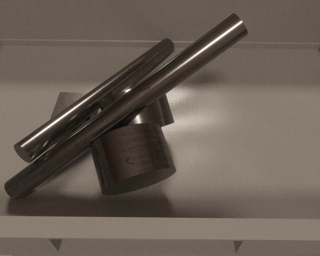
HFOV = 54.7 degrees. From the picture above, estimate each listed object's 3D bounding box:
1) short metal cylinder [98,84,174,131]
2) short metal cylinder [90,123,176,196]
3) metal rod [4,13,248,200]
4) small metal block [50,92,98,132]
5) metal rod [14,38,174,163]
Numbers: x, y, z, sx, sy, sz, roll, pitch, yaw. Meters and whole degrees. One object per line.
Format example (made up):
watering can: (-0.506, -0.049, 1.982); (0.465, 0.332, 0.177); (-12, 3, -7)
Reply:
short metal cylinder: (-0.028, -0.019, 0.376); (0.081, 0.080, 0.050); (-17, 92, -14)
short metal cylinder: (-0.029, 0.035, 0.332); (0.081, 0.080, 0.050); (-15, 70, -12)
metal rod: (-0.043, -0.016, 0.325); (0.300, 0.025, 0.025); (-35, 54, 9)
small metal block: (-0.115, -0.022, 0.422); (0.050, 0.025, 0.050); (2, 50, 1)
metal rod: (-0.066, -0.056, 0.425); (0.025, 0.025, 0.301); (26, 47, 20)
